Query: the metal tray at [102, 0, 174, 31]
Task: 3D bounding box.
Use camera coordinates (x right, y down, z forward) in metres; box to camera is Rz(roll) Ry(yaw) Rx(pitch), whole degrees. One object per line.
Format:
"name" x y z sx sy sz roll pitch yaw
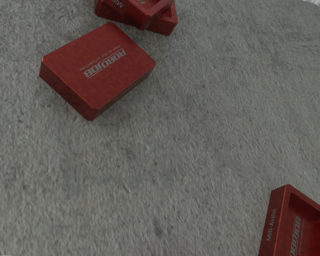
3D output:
"metal tray" -0.050 -0.215 0.466 0.130 0.030 0.090 39 51 -2

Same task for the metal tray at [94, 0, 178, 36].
"metal tray" -0.039 -0.208 0.508 0.131 0.030 0.090 8 58 -24

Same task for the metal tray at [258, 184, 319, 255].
"metal tray" 0.183 0.151 0.409 0.090 0.030 0.130 35 51 -6

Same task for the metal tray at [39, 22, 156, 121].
"metal tray" -0.077 -0.079 0.408 0.090 0.030 0.131 43 51 1
